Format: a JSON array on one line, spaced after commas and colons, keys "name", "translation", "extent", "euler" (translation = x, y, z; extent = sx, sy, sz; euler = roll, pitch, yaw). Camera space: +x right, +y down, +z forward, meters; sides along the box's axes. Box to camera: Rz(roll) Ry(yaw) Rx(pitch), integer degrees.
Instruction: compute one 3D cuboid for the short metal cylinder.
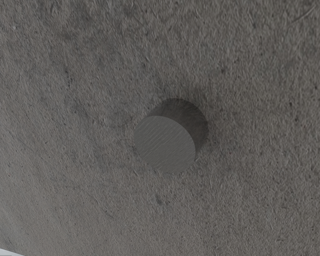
[{"name": "short metal cylinder", "translation": [0.015, 0.009, 0.389], "extent": [0.080, 0.050, 0.080], "euler": [13, 124, 21]}]
